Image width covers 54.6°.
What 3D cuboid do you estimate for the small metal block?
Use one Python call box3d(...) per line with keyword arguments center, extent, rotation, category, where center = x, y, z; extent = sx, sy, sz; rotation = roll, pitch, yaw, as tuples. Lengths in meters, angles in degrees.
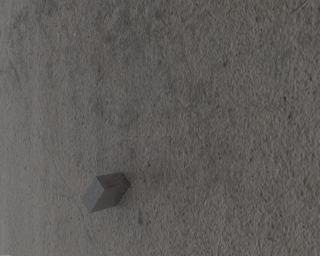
box3d(center=(-0.079, 0.094, 0.455), extent=(0.025, 0.050, 0.050), rotation=(49, 119, 29), category="small metal block")
